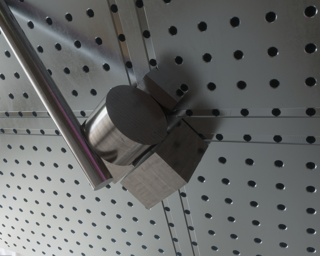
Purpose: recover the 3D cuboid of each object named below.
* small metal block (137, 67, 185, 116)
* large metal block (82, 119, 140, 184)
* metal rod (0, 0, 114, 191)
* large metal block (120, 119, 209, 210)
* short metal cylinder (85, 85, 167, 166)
[{"bbox_3d":[-0.005,-0.038,0.390,0.050,0.025,0.050,41,129,-1],"label":"small metal block"},{"bbox_3d":[-0.056,0.013,0.413,0.080,0.080,0.050,44,129,-3],"label":"large metal block"},{"bbox_3d":[-0.145,-0.056,0.383,0.299,0.025,0.025,55,131,16],"label":"metal rod"},{"bbox_3d":[0.007,0.046,0.397,0.050,0.080,0.080,44,129,-3],"label":"large metal block"},{"bbox_3d":[-0.039,-0.003,0.360,0.080,0.080,0.050,45,129,-4],"label":"short metal cylinder"}]
